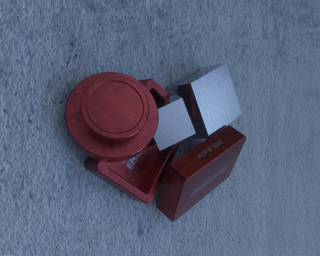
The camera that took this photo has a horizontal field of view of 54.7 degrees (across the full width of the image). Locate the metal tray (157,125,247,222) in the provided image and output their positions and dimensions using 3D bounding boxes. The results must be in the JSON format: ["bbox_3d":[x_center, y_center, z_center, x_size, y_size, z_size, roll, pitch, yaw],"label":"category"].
[{"bbox_3d":[0.057,0.060,0.421,0.131,0.030,0.089,-29,144,-36],"label":"metal tray"}]

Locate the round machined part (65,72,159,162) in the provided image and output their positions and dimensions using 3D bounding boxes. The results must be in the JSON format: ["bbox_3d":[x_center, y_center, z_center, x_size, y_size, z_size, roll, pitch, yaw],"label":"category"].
[{"bbox_3d":[-0.049,-0.016,0.327,0.099,0.042,0.098,4,72,-14],"label":"round machined part"}]

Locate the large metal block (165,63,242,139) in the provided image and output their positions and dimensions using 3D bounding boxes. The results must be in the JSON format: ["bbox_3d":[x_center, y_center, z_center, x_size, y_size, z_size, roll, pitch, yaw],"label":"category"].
[{"bbox_3d":[0.064,-0.039,0.444,0.081,0.050,0.080,-34,111,-35],"label":"large metal block"}]

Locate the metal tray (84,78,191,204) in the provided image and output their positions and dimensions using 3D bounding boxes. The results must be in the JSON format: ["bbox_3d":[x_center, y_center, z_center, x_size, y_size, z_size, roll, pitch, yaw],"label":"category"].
[{"bbox_3d":[-0.021,0.015,0.384,0.090,0.030,0.130,42,64,-32],"label":"metal tray"}]

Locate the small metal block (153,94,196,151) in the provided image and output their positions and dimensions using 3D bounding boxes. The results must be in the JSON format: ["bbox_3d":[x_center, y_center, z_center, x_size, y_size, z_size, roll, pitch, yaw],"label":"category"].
[{"bbox_3d":[0.010,-0.007,0.385,0.050,0.025,0.050,-26,111,-8],"label":"small metal block"}]
